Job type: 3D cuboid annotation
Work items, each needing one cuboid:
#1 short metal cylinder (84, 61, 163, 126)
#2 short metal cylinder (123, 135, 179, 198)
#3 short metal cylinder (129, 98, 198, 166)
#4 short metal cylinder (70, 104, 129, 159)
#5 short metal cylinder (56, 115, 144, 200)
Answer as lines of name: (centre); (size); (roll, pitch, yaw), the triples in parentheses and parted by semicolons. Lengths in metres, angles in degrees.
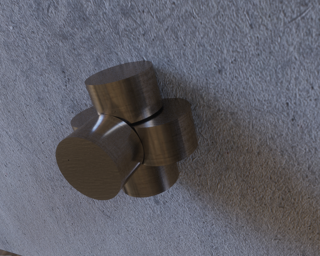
short metal cylinder: (-0.042, -0.043, 0.367); (0.080, 0.080, 0.050); (-2, 118, 28)
short metal cylinder: (-0.019, 0.046, 0.410); (0.080, 0.080, 0.050); (0, 118, 28)
short metal cylinder: (0.002, 0.002, 0.372); (0.080, 0.080, 0.050); (0, 118, 28)
short metal cylinder: (-0.070, 0.003, 0.410); (0.080, 0.080, 0.050); (-1, 118, 28)
short metal cylinder: (-0.065, 0.032, 0.341); (0.080, 0.050, 0.079); (13, 124, 20)
